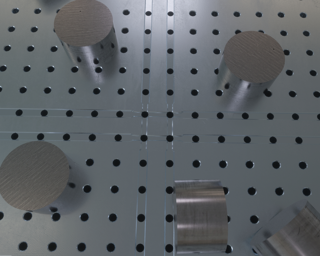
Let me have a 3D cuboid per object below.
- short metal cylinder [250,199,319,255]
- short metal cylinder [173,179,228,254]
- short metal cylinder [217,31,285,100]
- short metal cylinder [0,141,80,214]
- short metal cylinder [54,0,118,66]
[{"bbox_3d":[0.147,0.123,0.338,0.080,0.080,0.050,-36,74,-12],"label":"short metal cylinder"},{"bbox_3d":[0.042,0.098,0.347,0.050,0.080,0.080,-1,70,0],"label":"short metal cylinder"},{"bbox_3d":[0.124,-0.086,0.431,0.081,0.050,0.080,0,70,0],"label":"short metal cylinder"},{"bbox_3d":[-0.143,0.061,0.375,0.081,0.050,0.080,0,70,0],"label":"short metal cylinder"},{"bbox_3d":[-0.105,-0.137,0.448,0.081,0.050,0.080,0,70,0],"label":"short metal cylinder"}]
